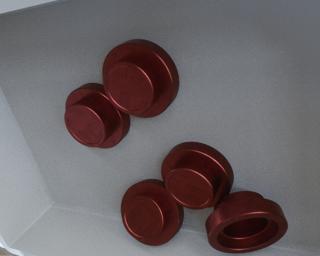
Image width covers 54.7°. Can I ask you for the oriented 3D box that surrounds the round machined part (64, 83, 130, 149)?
[{"bbox_3d":[-0.095,-0.011,0.441,0.098,0.042,0.097,13,124,21],"label":"round machined part"}]

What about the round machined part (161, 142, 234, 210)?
[{"bbox_3d":[0.046,0.071,0.417,0.098,0.042,0.097,13,124,21],"label":"round machined part"}]

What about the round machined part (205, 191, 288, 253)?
[{"bbox_3d":[0.107,0.117,0.396,0.099,0.042,0.097,-3,132,-3],"label":"round machined part"}]

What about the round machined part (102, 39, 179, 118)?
[{"bbox_3d":[-0.030,-0.055,0.379,0.098,0.042,0.097,13,124,21],"label":"round machined part"}]

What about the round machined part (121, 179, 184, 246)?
[{"bbox_3d":[-0.017,0.129,0.462,0.098,0.042,0.097,2,94,25],"label":"round machined part"}]
